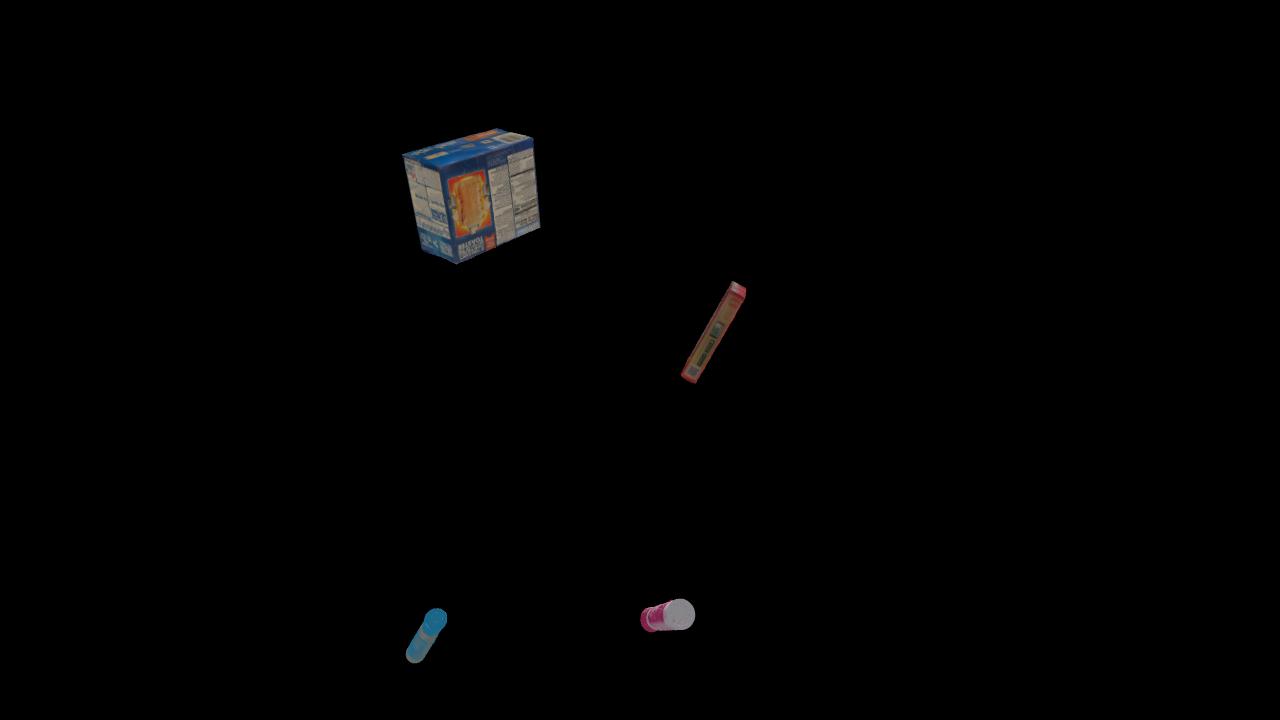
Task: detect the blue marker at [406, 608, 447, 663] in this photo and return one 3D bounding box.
[{"bbox_3d":[-0.192,0.249,0.553,0.020,0.020,0.121,0,-36,-30],"label":"blue marker"}]

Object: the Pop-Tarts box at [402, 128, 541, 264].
[{"bbox_3d":[-0.235,-0.239,0.886,0.083,0.141,0.167,25,43,30],"label":"Pop-Tarts box"}]

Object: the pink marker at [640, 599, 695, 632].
[{"bbox_3d":[0.017,0.187,0.448,0.020,0.020,0.121,0,-24,-10],"label":"pink marker"}]

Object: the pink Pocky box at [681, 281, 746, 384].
[{"bbox_3d":[0.114,-0.043,0.946,0.029,0.155,0.084,29,19,3],"label":"pink Pocky box"}]
